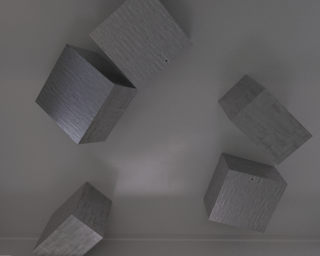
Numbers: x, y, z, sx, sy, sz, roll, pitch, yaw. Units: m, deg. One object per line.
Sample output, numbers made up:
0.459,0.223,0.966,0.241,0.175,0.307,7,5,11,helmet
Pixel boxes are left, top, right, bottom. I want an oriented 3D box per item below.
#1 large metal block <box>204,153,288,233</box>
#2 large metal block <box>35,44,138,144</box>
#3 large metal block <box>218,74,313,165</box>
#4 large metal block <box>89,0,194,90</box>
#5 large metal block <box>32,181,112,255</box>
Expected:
0.115,0.090,0.432,0.080,0.050,0.079,15,109,-6,large metal block
-0.086,-0.039,0.365,0.080,0.050,0.080,41,108,19,large metal block
0.123,-0.013,0.378,0.080,0.080,0.050,41,105,-14,large metal block
-0.020,-0.104,0.359,0.080,0.050,0.080,-38,106,12,large metal block
-0.118,0.134,0.430,0.050,0.080,0.080,43,105,-14,large metal block
